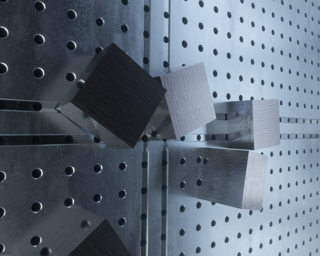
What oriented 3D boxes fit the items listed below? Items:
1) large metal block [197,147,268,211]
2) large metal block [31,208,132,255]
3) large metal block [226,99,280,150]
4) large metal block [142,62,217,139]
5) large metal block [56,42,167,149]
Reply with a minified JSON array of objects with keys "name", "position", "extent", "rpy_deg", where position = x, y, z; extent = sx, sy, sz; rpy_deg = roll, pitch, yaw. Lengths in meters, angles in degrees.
[{"name":"large metal block","position":[0.109,0.075,0.468],"extent":[0.050,0.080,0.080],"rpy_deg":[16,80,-39]},{"name":"large metal block","position":[-0.080,0.147,0.328],"extent":[0.080,0.050,0.080],"rpy_deg":[-41,116,-32]},{"name":"large metal block","position":[0.161,-0.007,0.531],"extent":[0.081,0.050,0.079],"rpy_deg":[-5,94,-40]},{"name":"large metal block","position":[0.023,-0.037,0.414],"extent":[0.081,0.050,0.080],"rpy_deg":[-25,106,-38]},{"name":"large metal block","position":[-0.052,-0.032,0.344],"extent":[0.080,0.050,0.080],"rpy_deg":[39,66,-25]}]
